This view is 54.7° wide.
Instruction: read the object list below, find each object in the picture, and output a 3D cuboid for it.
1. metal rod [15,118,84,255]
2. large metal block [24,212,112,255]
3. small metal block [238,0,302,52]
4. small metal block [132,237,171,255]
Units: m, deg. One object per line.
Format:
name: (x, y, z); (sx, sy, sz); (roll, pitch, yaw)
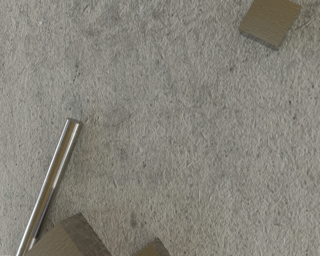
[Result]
metal rod: (-0.181, 0.126, 0.470); (0.025, 0.025, 0.298); (25, 98, 18)
large metal block: (-0.130, 0.182, 0.440); (0.080, 0.050, 0.080); (-43, 77, 14)
small metal block: (0.128, -0.126, 0.364); (0.050, 0.025, 0.050); (32, 100, 16)
small metal block: (-0.011, 0.183, 0.412); (0.050, 0.025, 0.050); (-39, 78, 15)
